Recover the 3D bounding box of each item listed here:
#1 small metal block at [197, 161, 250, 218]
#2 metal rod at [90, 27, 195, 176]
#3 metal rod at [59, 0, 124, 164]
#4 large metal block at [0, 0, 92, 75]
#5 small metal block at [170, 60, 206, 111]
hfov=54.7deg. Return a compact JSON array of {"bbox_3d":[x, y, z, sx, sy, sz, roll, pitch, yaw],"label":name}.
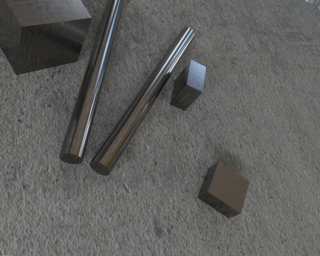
[{"bbox_3d":[0.083,0.080,0.402,0.050,0.025,0.050,35,51,-6],"label":"small metal block"},{"bbox_3d":[-0.009,-0.058,0.435,0.025,0.025,0.301,34,51,-6],"label":"metal rod"},{"bbox_3d":[-0.082,-0.091,0.416,0.025,0.025,0.300,19,54,-18],"label":"metal rod"},{"bbox_3d":[-0.137,-0.115,0.365,0.081,0.080,0.050,-24,75,-37],"label":"large metal block"},{"bbox_3d":[0.041,-0.061,0.449,0.025,0.050,0.050,23,53,-15],"label":"small metal block"}]
